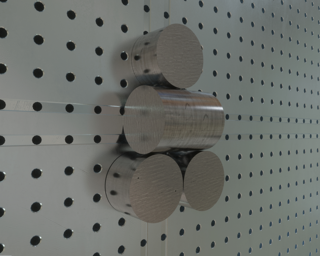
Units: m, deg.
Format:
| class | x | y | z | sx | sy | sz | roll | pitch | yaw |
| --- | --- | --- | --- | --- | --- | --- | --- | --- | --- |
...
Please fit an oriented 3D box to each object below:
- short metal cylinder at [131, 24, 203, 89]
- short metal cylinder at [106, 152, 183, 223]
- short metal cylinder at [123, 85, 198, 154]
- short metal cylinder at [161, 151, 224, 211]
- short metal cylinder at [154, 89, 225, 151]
| class | x | y | z | sx | sy | sz | roll | pitch | yaw |
| --- | --- | --- | --- | --- | --- | --- | --- | --- | --- |
| short metal cylinder | 0.010 | -0.089 | 0.403 | 0.081 | 0.050 | 0.079 | 0 | 90 | -40 |
| short metal cylinder | -0.018 | 0.070 | 0.378 | 0.081 | 0.050 | 0.079 | 0 | 90 | -40 |
| short metal cylinder | -0.001 | -0.010 | 0.375 | 0.050 | 0.080 | 0.079 | 1 | 90 | -40 |
| short metal cylinder | 0.044 | 0.070 | 0.430 | 0.081 | 0.050 | 0.079 | 0 | 90 | -40 |
| short metal cylinder | 0.037 | -0.010 | 0.407 | 0.050 | 0.080 | 0.079 | 1 | 90 | -40 |
